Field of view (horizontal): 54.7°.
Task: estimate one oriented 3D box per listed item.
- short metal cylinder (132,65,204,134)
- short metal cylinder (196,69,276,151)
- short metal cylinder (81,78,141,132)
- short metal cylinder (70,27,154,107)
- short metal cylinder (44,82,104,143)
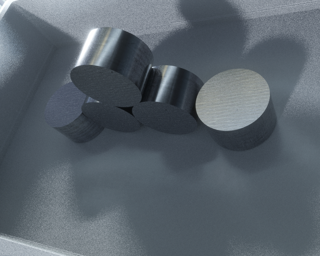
[{"bbox_3d":[0.012,-0.032,0.382,0.080,0.080,0.050,2,63,29],"label":"short metal cylinder"},{"bbox_3d":[0.087,-0.021,0.354,0.080,0.050,0.080,-13,56,21],"label":"short metal cylinder"},{"bbox_3d":[-0.059,-0.035,0.420,0.080,0.080,0.050,2,63,29],"label":"short metal cylinder"},{"bbox_3d":[-0.052,-0.066,0.348,0.080,0.080,0.050,2,63,29],"label":"short metal cylinder"},{"bbox_3d":[-0.125,-0.024,0.468,0.080,0.050,0.080,-13,56,21],"label":"short metal cylinder"}]
